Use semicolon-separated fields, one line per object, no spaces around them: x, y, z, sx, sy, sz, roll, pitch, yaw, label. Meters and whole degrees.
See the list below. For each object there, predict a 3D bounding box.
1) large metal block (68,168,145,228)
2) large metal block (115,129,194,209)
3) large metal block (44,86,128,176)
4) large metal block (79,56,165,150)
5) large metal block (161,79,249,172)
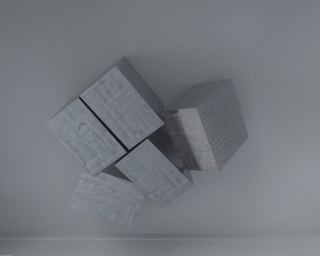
-0.069;0.090;0.406;0.080;0.080;0.050;21;74;-8;large metal block
-0.006;0.041;0.395;0.050;0.080;0.080;-40;106;13;large metal block
-0.082;-0.002;0.379;0.050;0.080;0.080;-36;107;12;large metal block
-0.040;-0.033;0.367;0.050;0.080;0.080;-37;106;12;large metal block
0.057;-0.004;0.373;0.050;0.080;0.080;-3;117;44;large metal block
